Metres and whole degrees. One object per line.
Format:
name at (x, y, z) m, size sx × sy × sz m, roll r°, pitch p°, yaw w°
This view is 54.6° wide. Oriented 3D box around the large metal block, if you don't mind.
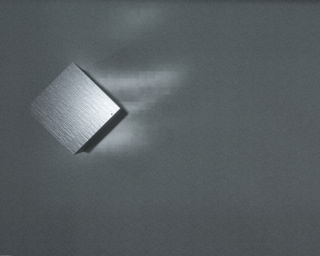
large metal block at (-0.105, -0.024, 0.398) m, size 0.080 × 0.050 × 0.080 m, roll 45°, pitch 90°, yaw 0°
